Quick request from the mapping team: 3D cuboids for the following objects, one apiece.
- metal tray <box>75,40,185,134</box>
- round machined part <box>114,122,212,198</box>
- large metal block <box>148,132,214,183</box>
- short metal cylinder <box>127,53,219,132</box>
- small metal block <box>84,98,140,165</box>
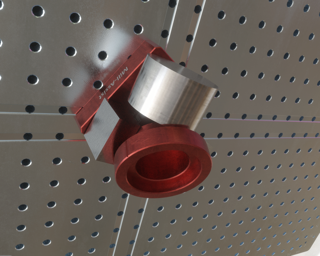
[{"bbox_3d":[-0.026,-0.029,0.378,0.130,0.030,0.090,-47,130,4],"label":"metal tray"},{"bbox_3d":[0.001,0.030,0.324,0.099,0.042,0.097,-6,138,-5],"label":"round machined part"},{"bbox_3d":[0.019,0.033,0.404,0.080,0.050,0.080,-47,160,4],"label":"large metal block"},{"bbox_3d":[0.013,-0.037,0.322,0.081,0.080,0.050,14,111,-34],"label":"short metal cylinder"},{"bbox_3d":[-0.052,0.003,0.329,0.025,0.050,0.050,21,107,-36],"label":"small metal block"}]
